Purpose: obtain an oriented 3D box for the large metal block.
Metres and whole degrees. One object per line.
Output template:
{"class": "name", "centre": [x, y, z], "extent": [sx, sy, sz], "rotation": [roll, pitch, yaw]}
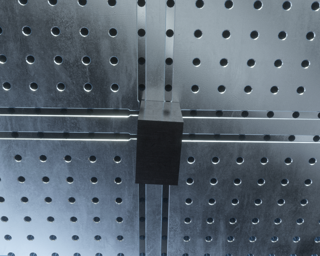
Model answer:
{"class": "large metal block", "centre": [-0.002, 0.016, 0.389], "extent": [0.050, 0.080, 0.079], "rotation": [3, 110, -2]}
